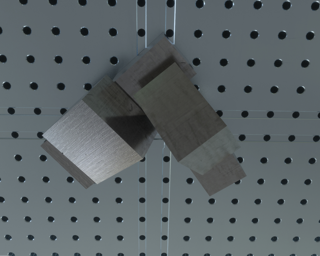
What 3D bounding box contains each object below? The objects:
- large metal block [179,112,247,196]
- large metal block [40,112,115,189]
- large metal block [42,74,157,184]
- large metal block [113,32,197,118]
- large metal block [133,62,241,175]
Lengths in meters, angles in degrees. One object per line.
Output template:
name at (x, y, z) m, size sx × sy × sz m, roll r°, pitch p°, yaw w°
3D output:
large metal block at (0.058, 0.024, 0.392) m, size 0.050 × 0.080 × 0.080 m, roll -32°, pitch 107°, yaw 11°
large metal block at (-0.090, 0.018, 0.405) m, size 0.080 × 0.050 × 0.080 m, roll -38°, pitch 106°, yaw 12°
large metal block at (-0.062, 0.004, 0.331) m, size 0.080 × 0.050 × 0.080 m, roll -32°, pitch 109°, yaw 37°
large metal block at (-0.009, -0.063, 0.359) m, size 0.080 × 0.080 × 0.050 m, roll -40°, pitch 106°, yaw 13°
large metal block at (0.029, -0.005, 0.307) m, size 0.050 × 0.080 × 0.080 m, roll -38°, pitch 64°, yaw 8°
